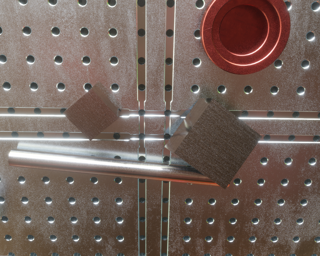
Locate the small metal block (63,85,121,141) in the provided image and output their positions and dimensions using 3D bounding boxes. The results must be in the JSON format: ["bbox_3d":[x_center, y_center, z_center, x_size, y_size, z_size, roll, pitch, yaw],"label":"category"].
[{"bbox_3d":[-0.088,-0.020,0.405,0.050,0.025,0.050,-38,106,12],"label":"small metal block"}]

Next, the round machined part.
[{"bbox_3d":[0.096,-0.115,0.363,0.099,0.042,0.097,0,110,-1],"label":"round machined part"}]

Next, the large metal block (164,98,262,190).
[{"bbox_3d":[0.066,0.018,0.395,0.080,0.050,0.080,36,87,-13],"label":"large metal block"}]

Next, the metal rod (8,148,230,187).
[{"bbox_3d":[-0.053,0.056,0.433,0.302,0.025,0.025,6,110,-3],"label":"metal rod"}]
